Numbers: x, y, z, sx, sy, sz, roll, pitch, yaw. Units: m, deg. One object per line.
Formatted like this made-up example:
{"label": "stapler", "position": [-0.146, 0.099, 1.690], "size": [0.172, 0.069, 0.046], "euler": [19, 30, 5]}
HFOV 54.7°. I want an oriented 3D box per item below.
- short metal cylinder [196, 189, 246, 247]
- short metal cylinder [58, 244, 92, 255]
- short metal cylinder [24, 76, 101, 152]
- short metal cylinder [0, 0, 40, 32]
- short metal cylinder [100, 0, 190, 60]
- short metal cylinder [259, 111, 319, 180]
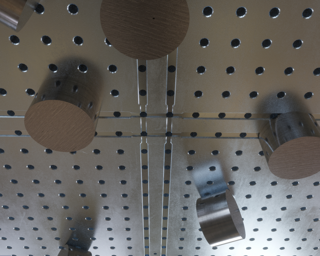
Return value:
{"label": "short metal cylinder", "position": [0.099, 0.145, 0.500], "size": [0.050, 0.080, 0.080], "euler": [-23, 127, 18]}
{"label": "short metal cylinder", "position": [-0.176, 0.278, 0.610], "size": [0.050, 0.080, 0.080], "euler": [28, 125, -22]}
{"label": "short metal cylinder", "position": [-0.116, -0.016, 0.380], "size": [0.081, 0.050, 0.079], "euler": [0, 130, 0]}
{"label": "short metal cylinder", "position": [-0.127, -0.130, 0.263], "size": [0.050, 0.080, 0.080], "euler": [29, 124, -22]}
{"label": "short metal cylinder", "position": [-0.014, -0.113, 0.298], "size": [0.081, 0.050, 0.079], "euler": [0, 130, 0]}
{"label": "short metal cylinder", "position": [0.181, 0.024, 0.418], "size": [0.081, 0.050, 0.079], "euler": [0, 130, 0]}
